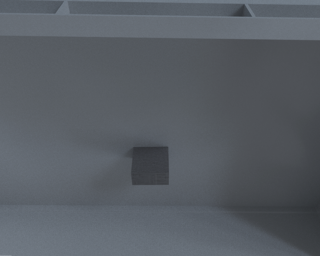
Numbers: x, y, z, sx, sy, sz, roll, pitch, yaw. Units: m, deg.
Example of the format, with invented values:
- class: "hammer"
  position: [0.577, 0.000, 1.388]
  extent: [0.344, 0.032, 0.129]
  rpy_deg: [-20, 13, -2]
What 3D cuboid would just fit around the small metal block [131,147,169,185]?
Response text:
- class: "small metal block"
  position: [-0.013, 0.053, 0.437]
  extent: [0.050, 0.050, 0.025]
  rpy_deg: [0, 130, 0]
